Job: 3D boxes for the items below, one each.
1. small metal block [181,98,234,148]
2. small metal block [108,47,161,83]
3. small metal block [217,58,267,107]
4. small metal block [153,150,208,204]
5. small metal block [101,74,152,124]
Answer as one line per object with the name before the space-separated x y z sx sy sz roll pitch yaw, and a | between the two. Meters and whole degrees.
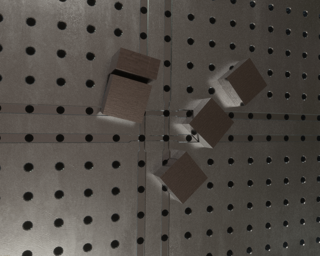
small metal block | 0.068 -0.007 0.439 0.050 0.025 0.050 45 76 -15
small metal block | -0.033 -0.075 0.388 0.050 0.050 0.025 13 85 -20
small metal block | 0.122 -0.067 0.459 0.050 0.025 0.050 -41 103 -16
small metal block | 0.029 0.066 0.425 0.050 0.025 0.050 -43 104 -15
small metal block | -0.043 -0.037 0.393 0.050 0.025 0.050 14 96 -20
